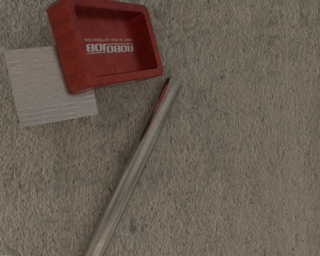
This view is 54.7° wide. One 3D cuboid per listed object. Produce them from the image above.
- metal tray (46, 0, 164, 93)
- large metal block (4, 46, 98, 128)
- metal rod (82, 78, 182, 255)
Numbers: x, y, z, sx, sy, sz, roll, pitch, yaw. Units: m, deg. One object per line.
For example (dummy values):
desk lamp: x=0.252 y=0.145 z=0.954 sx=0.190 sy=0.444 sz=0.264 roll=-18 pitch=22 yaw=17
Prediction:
metal tray: x=-0.054 y=-0.095 z=0.351 sx=0.131 sy=0.030 sz=0.089 roll=-22 pitch=99 yaw=-52
large metal block: x=-0.121 y=-0.047 z=0.351 sx=0.081 sy=0.050 sz=0.079 roll=-12 pitch=94 yaw=-20
metal rod: x=-0.044 y=0.073 z=0.393 sx=0.025 sy=0.025 sz=0.299 roll=28 pitch=81 yaw=-18
